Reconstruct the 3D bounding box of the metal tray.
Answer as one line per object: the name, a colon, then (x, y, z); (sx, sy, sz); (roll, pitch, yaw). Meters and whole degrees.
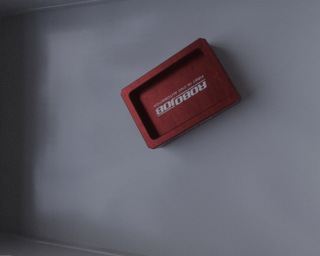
metal tray: (0.025, -0.041, 0.399); (0.130, 0.030, 0.090); (-31, 80, 17)
